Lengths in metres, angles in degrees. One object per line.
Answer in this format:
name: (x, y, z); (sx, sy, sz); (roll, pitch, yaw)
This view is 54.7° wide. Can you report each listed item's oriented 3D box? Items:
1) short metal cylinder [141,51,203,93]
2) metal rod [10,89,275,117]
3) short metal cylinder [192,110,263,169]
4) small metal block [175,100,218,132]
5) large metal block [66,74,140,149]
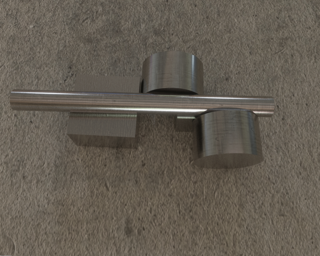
short metal cylinder: (0.016, -0.056, 0.402); (0.081, 0.080, 0.050); (2, 70, 0)
metal rod: (-0.019, -0.029, 0.365); (0.302, 0.025, 0.025); (1, 70, -1)
short metal cylinder: (0.080, 0.017, 0.374); (0.081, 0.080, 0.050); (0, 70, -1)
small metal block: (0.046, -0.015, 0.401); (0.050, 0.050, 0.025); (1, 70, 0)
large metal block: (-0.067, -0.020, 0.399); (0.081, 0.050, 0.080); (3, 70, 1)
